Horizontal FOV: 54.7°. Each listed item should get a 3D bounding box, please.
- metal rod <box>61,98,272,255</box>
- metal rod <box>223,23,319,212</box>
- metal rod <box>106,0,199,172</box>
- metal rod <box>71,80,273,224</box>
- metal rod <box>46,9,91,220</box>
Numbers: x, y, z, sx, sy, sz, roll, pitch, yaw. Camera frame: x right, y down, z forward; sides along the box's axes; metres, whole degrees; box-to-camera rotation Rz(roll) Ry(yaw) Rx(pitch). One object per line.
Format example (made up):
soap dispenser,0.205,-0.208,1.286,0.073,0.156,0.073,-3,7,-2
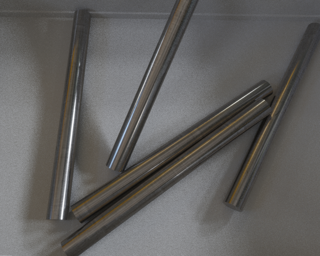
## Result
metal rod,0.015,0.056,0.381,0.301,0.025,0.025,-35,74,-9
metal rod,0.161,-0.027,0.421,0.025,0.025,0.300,28,72,9
metal rod,0.003,-0.085,0.377,0.025,0.025,0.298,25,96,8
metal rod,0.024,0.024,0.401,0.301,0.025,0.025,-33,74,-12
metal rod,-0.120,-0.031,0.419,0.025,0.025,0.299,1,70,0
